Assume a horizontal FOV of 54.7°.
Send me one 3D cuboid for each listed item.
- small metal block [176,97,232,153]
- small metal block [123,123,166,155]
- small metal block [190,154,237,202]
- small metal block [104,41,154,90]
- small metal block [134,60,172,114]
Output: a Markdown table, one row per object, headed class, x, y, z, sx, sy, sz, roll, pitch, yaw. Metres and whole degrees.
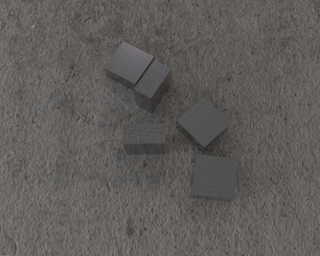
| class | x | y | z | sx | sy | sz | roll | pitch | yaw |
| --- | --- | --- | --- | --- | --- | --- | --- | --- | --- |
| small metal block | 0.057 | -0.004 | 0.410 | 0.050 | 0.025 | 0.050 | -41 | 75 | -14 |
| small metal block | -0.019 | 0.015 | 0.389 | 0.050 | 0.050 | 0.025 | -1 | 70 | 0 |
| small metal block | 0.066 | 0.063 | 0.386 | 0.050 | 0.025 | 0.050 | 7 | 70 | 2 |
| small metal block | -0.043 | -0.087 | 0.439 | 0.050 | 0.025 | 0.050 | 28 | 72 | 10 |
| small metal block | -0.009 | -0.054 | 0.414 | 0.025 | 0.050 | 0.050 | 30 | 73 | 10 |
